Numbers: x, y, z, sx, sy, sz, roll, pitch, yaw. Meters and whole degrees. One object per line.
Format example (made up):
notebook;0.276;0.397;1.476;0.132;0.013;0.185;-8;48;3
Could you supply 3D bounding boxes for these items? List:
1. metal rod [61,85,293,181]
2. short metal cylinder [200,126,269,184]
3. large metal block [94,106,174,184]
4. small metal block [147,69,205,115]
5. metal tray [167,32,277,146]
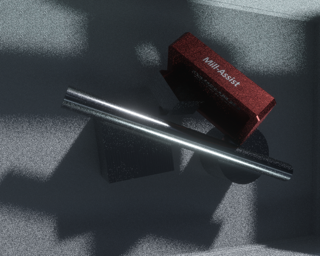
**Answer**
metal rod;0.036;0.014;0.369;0.302;0.025;0.025;19;84;-20
short metal cylinder;0.104;0.035;0.436;0.081;0.050;0.079;0;90;-21
large metal block;-0.034;0.018;0.385;0.081;0.050;0.079;-8;93;-20
small metal block;0.020;-0.044;0.382;0.050;0.025;0.050;-5;56;-47
metal tray;0.065;-0.044;0.373;0.130;0.090;0.030;43;74;15
